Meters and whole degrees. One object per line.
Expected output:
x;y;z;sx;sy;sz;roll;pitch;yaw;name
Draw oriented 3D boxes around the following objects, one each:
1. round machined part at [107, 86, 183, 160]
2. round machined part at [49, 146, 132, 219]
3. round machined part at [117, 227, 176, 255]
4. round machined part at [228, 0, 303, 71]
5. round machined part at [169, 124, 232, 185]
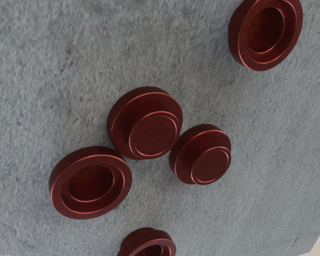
-0.014;0.000;0.390;0.099;0.042;0.097;-14;125;-21;round machined part
-0.088;0.063;0.388;0.099;0.042;0.097;-14;125;-21;round machined part
-0.026;0.203;0.509;0.099;0.042;0.097;-14;125;-21;round machined part
0.126;-0.125;0.390;0.099;0.042;0.097;-14;125;-21;round machined part
0.067;0.046;0.463;0.099;0.042;0.097;-14;125;-21;round machined part
